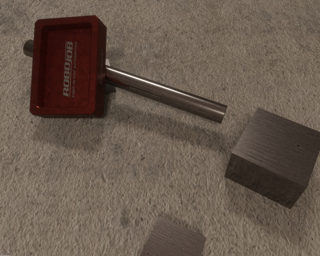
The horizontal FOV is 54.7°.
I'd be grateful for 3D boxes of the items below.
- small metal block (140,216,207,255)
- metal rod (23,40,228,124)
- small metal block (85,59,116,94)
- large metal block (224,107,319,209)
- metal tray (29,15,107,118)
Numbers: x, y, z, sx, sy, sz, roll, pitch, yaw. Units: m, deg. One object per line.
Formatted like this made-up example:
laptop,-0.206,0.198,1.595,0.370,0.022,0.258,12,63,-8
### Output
small metal block,0.012,0.123,0.300,0.050,0.025,0.050,20,53,16
metal rod,-0.056,-0.068,0.428,0.301,0.025,0.025,20,53,12
small metal block,-0.097,-0.075,0.465,0.050,0.025,0.050,-13,51,-11
large metal block,0.133,0.033,0.361,0.080,0.050,0.080,25,54,19
metal tray,-0.121,-0.080,0.412,0.090,0.030,0.129,0,84,10
